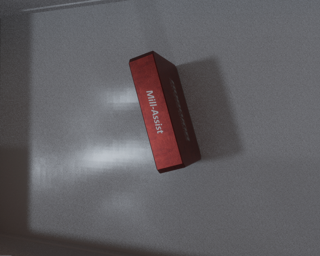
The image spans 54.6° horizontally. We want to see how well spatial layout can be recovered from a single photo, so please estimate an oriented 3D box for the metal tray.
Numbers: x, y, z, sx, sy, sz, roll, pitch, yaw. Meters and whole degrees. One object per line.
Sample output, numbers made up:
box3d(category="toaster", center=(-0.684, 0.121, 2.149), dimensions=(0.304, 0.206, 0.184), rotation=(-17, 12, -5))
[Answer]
box3d(category="metal tray", center=(0.009, -0.017, 0.370), dimensions=(0.030, 0.090, 0.129), rotation=(-17, 85, 18))
